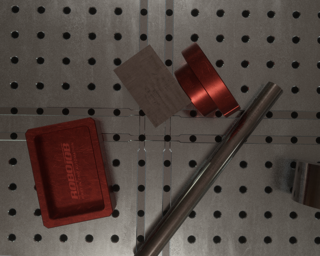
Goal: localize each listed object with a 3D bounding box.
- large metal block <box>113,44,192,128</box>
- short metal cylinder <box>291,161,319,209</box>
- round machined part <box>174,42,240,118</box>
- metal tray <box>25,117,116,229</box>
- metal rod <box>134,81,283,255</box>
[{"bbox_3d":[-0.008,-0.047,0.386,0.050,0.080,0.080,-36,91,0],"label":"large metal block"},{"bbox_3d":[0.211,0.072,0.389,0.081,0.080,0.050,8,90,-1],"label":"short metal cylinder"},{"bbox_3d":[0.054,-0.052,0.379,0.042,0.098,0.098,-34,90,13],"label":"round machined part"},{"bbox_3d":[-0.116,0.057,0.409,0.091,0.030,0.129,-11,90,-1],"label":"metal tray"},{"bbox_3d":[0.063,0.064,0.414,0.025,0.025,0.300,38,90,-1],"label":"metal rod"}]
